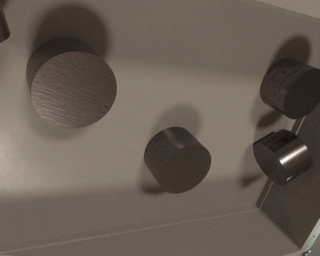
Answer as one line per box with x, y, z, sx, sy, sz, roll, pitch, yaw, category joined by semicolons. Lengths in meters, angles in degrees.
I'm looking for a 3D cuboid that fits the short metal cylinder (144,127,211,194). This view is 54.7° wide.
0.024;0.045;0.435;0.081;0.050;0.079;-14;125;-21;short metal cylinder

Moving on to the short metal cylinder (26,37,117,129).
-0.090;-0.046;0.315;0.081;0.050;0.079;-14;125;-21;short metal cylinder

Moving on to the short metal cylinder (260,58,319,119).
0.201;-0.060;0.468;0.081;0.050;0.079;-14;125;-21;short metal cylinder

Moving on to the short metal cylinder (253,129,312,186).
0.203;0.049;0.517;0.050;0.080;0.080;-29;129;-11;short metal cylinder

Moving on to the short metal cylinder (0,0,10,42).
-0.162;-0.089;0.230;0.081;0.080;0.050;-16;125;-20;short metal cylinder
